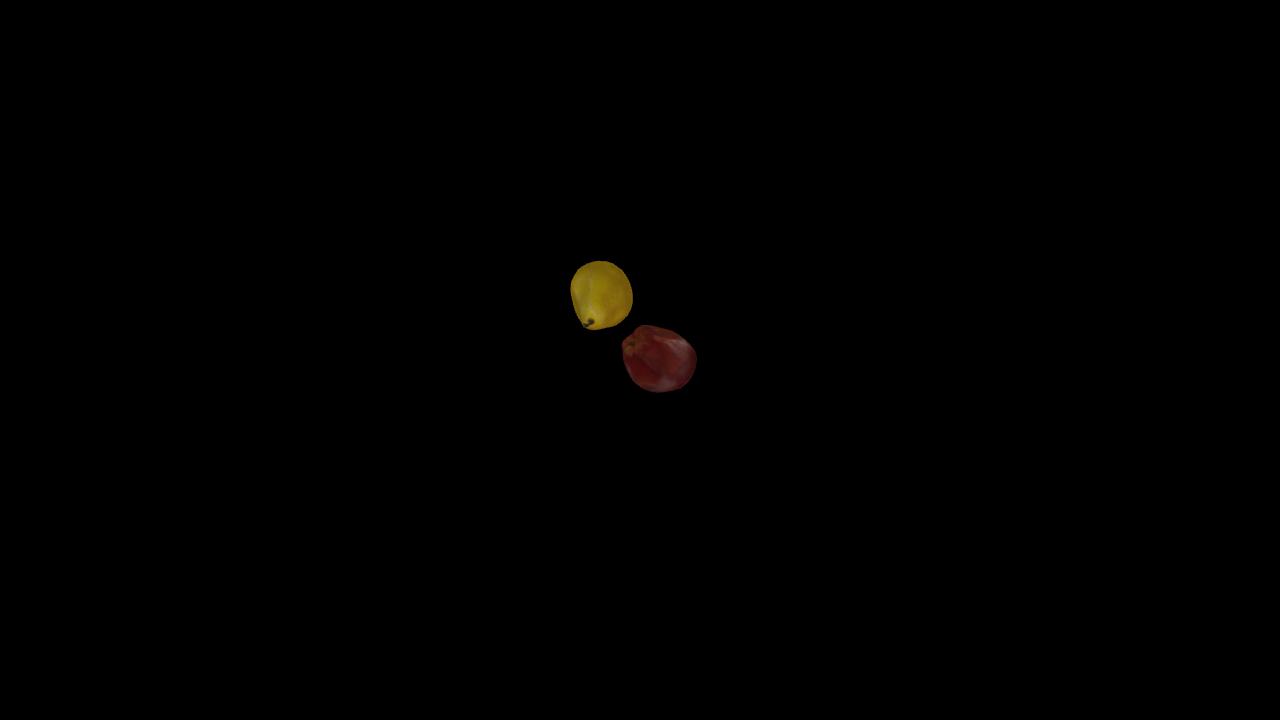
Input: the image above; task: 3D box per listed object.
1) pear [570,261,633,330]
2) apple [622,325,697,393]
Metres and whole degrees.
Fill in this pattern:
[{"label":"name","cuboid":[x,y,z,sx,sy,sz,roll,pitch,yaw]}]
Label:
[{"label":"pear","cuboid":[-0.046,-0.061,0.709,0.080,0.080,0.111,0,44,4]},{"label":"apple","cuboid":[0.022,-0.001,0.738,0.079,0.079,0.093,0,-21,45]}]
